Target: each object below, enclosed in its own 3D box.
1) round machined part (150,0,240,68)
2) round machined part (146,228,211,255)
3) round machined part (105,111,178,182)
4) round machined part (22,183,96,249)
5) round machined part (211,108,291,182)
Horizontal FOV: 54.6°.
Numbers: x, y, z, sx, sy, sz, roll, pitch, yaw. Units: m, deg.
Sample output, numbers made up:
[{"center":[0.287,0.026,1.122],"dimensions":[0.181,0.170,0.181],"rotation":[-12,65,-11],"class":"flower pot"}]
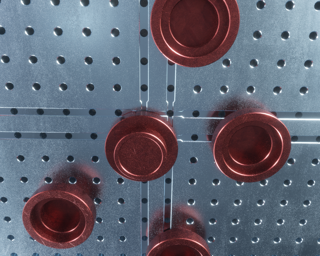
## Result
[{"center":[0.038,-0.122,0.359],"dimensions":[0.099,0.042,0.097],"rotation":[0,110,0],"class":"round machined part"},{"center":[0.027,0.195,0.476],"dimensions":[0.099,0.042,0.097],"rotation":[0,110,0],"class":"round machined part"},{"center":[-0.025,0.030,0.415],"dimensions":[0.099,0.042,0.097],"rotation":[0,110,0],"class":"round machined part"},{"center":[-0.141,0.121,0.448],"dimensions":[0.099,0.042,0.097],"rotation":[0,110,0],"class":"round machined part"},{"center":[0.117,0.020,0.412],"dimensions":[0.099,0.042,0.097],"rotation":[0,110,0],"class":"round machined part"}]
